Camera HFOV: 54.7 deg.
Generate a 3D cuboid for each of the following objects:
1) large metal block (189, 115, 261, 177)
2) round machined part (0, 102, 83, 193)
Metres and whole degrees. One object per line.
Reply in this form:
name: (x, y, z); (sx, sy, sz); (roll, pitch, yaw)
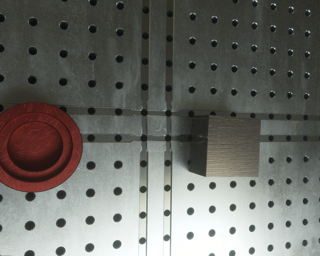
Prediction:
large metal block: (0.090, 0.025, 0.432); (0.081, 0.050, 0.080); (3, 89, -20)
round machined part: (-0.140, 0.020, 0.352); (0.099, 0.042, 0.097); (0, 90, -20)
